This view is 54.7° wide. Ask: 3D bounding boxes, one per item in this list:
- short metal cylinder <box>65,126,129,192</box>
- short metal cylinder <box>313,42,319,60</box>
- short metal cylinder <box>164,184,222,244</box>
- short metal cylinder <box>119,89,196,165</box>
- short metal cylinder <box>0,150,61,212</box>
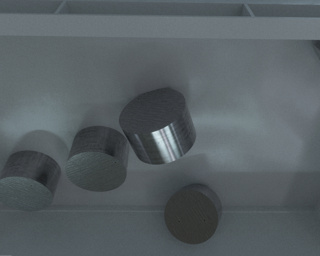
[{"bbox_3d":[-0.085,0.043,0.429,0.081,0.050,0.079,0,130,0],"label":"short metal cylinder"},{"bbox_3d":[0.204,-0.066,0.318,0.050,0.080,0.080,-32,123,24],"label":"short metal cylinder"},{"bbox_3d":[0.052,0.130,0.477,0.080,0.050,0.080,0,90,18],"label":"short metal cylinder"},{"bbox_3d":[-0.002,-0.003,0.370,0.080,0.080,0.050,-14,129,11],"label":"short metal cylinder"},{"bbox_3d":[-0.193,0.079,0.458,0.081,0.050,0.079,0,130,0],"label":"short metal cylinder"}]
